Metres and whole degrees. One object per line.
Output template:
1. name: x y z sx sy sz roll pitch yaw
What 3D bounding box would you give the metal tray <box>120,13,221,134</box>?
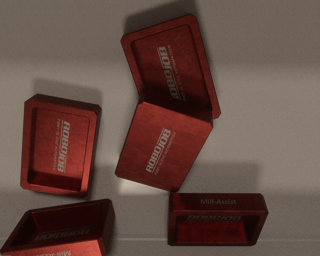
1. metal tray: 0.015 -0.064 0.385 0.090 0.030 0.129 -17 110 5

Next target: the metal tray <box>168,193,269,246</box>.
1. metal tray: 0.077 0.132 0.443 0.131 0.030 0.089 0 130 -1

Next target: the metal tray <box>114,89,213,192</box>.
1. metal tray: 0.001 0.022 0.396 0.091 0.030 0.129 17 127 -7

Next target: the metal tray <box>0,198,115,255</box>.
1. metal tray: -0.134 0.143 0.427 0.131 0.090 0.030 -9 110 3

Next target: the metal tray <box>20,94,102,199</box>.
1. metal tray: -0.133 0.026 0.416 0.091 0.030 0.129 10 110 -5
